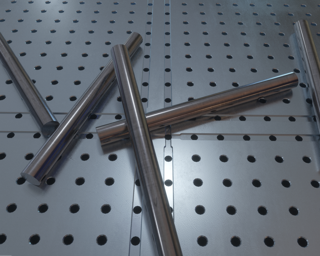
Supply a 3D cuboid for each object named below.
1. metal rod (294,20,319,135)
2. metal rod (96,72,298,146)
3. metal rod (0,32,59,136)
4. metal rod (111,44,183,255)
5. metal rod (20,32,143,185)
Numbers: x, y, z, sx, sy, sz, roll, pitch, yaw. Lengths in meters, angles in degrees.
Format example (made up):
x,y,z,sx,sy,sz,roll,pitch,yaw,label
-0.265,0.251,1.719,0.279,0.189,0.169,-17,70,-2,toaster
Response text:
x,y,z,sx,sy,sz,roll,pitch,yaw,label
0.238,-0.074,0.472,0.025,0.025,0.300,7,50,5,metal rod
0.061,-0.031,0.434,0.302,0.025,0.025,-17,52,-14,metal rod
-0.228,-0.094,0.483,0.025,0.025,0.300,-28,56,-22,metal rod
-0.023,0.013,0.369,0.025,0.025,0.299,-11,59,-9,metal rod
-0.095,-0.048,0.446,0.025,0.025,0.301,17,52,13,metal rod
